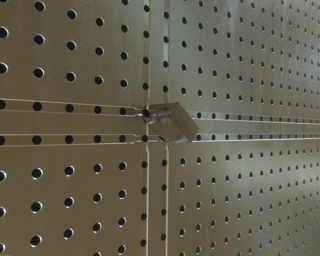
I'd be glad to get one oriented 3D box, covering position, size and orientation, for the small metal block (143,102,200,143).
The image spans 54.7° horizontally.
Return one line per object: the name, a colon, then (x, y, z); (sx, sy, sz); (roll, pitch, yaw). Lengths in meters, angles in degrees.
small metal block: (0.015, -0.006, 0.407); (0.050, 0.050, 0.025); (48, 62, -30)
